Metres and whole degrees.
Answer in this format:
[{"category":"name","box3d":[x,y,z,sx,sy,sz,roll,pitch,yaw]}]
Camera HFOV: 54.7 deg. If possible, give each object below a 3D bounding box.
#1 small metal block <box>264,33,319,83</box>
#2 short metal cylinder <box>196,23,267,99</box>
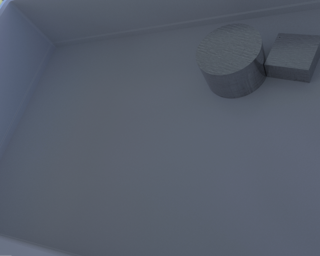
[{"category":"small metal block","box3d":[0.161,-0.085,0.373,0.050,0.025,0.050,17,70,34]},{"category":"short metal cylinder","box3d":[0.092,-0.084,0.393,0.080,0.050,0.080,-13,56,20]}]
